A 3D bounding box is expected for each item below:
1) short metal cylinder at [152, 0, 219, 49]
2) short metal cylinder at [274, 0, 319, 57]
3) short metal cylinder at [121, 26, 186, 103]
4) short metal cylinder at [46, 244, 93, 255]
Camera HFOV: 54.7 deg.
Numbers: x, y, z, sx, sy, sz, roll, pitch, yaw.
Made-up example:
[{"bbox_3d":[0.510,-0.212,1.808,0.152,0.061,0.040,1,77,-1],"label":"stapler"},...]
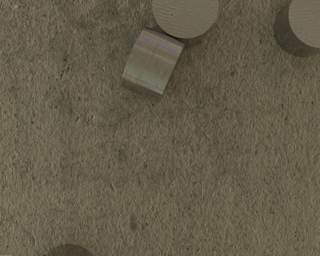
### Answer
[{"bbox_3d":[0.031,-0.148,0.397,0.081,0.050,0.080,0,90,0],"label":"short metal cylinder"},{"bbox_3d":[0.195,-0.136,0.399,0.081,0.050,0.080,0,90,0],"label":"short metal cylinder"},{"bbox_3d":[-0.008,-0.077,0.382,0.050,0.080,0.080,24,90,0],"label":"short metal cylinder"},{"bbox_3d":[-0.123,0.198,0.397,0.081,0.050,0.080,0,90,0],"label":"short metal cylinder"}]
